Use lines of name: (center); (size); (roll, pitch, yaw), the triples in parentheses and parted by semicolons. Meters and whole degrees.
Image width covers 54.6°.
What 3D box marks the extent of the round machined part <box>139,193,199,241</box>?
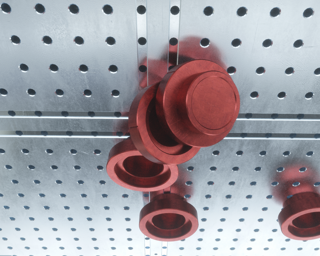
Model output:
round machined part: (0.015, 0.148, 0.527); (0.099, 0.042, 0.097); (0, 130, 0)

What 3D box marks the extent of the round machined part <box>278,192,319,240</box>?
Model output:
round machined part: (0.250, 0.146, 0.527); (0.099, 0.042, 0.097); (0, 130, 0)

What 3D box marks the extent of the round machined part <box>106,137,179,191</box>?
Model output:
round machined part: (-0.023, 0.045, 0.433); (0.098, 0.042, 0.097); (2, 137, 2)

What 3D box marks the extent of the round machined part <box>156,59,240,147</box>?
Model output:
round machined part: (0.048, -0.027, 0.342); (0.099, 0.042, 0.097); (-1, 93, -25)

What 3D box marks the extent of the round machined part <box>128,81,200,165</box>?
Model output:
round machined part: (0.005, -0.005, 0.372); (0.098, 0.098, 0.042); (35, 157, -26)
